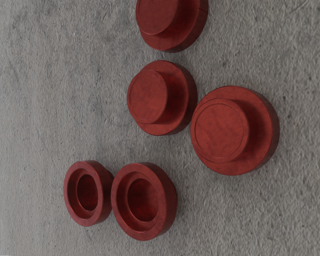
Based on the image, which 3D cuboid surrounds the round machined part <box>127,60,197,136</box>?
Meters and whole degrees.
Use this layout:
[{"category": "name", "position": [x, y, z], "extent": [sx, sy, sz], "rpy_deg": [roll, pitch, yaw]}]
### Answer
[{"category": "round machined part", "position": [-0.004, -0.039, 0.398], "extent": [0.098, 0.042, 0.097], "rpy_deg": [0, 90, 40]}]

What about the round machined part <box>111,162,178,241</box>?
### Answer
[{"category": "round machined part", "position": [-0.016, 0.093, 0.407], "extent": [0.098, 0.042, 0.097], "rpy_deg": [0, 90, 40]}]

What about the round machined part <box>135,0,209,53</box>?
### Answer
[{"category": "round machined part", "position": [0.008, -0.147, 0.388], "extent": [0.098, 0.042, 0.097], "rpy_deg": [0, 90, 40]}]

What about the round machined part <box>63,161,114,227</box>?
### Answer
[{"category": "round machined part", "position": [-0.104, 0.098, 0.480], "extent": [0.098, 0.042, 0.097], "rpy_deg": [0, 90, 40]}]

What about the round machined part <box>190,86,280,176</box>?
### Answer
[{"category": "round machined part", "position": [0.073, 0.003, 0.334], "extent": [0.098, 0.042, 0.097], "rpy_deg": [0, 90, 40]}]
